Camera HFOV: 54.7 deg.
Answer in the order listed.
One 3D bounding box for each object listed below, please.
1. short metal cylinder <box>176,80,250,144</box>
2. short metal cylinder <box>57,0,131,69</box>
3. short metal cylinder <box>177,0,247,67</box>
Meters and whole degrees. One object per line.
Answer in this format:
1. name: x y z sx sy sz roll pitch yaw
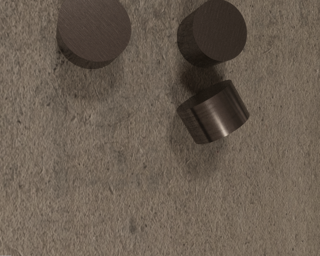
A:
1. short metal cylinder: 0.069 -0.021 0.407 0.080 0.080 0.050 -34 102 -17
2. short metal cylinder: -0.080 -0.114 0.367 0.081 0.050 0.079 0 90 -21
3. short metal cylinder: 0.070 -0.126 0.423 0.081 0.050 0.079 0 90 -21
